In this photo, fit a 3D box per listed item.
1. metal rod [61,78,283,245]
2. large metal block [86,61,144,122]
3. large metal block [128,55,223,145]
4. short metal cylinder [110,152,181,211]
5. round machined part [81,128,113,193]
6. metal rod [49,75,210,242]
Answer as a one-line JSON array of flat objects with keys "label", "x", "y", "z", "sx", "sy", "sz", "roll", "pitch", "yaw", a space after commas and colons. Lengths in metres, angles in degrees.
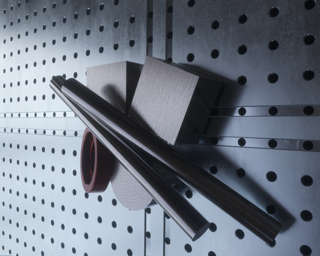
[{"label": "metal rod", "x": -0.002, "y": 0.026, "z": 0.357, "sx": 0.300, "sy": 0.025, "sz": 0.025, "roll": 34, "pitch": 112, "yaw": 19}, {"label": "large metal block", "x": -0.057, "y": -0.045, "z": 0.431, "sx": 0.080, "sy": 0.050, "sz": 0.079, "roll": 1, "pitch": 91, "yaw": 40}, {"label": "large metal block", "x": 0.016, "y": -0.034, "z": 0.374, "sx": 0.080, "sy": 0.050, "sz": 0.079, "roll": 31, "pitch": 109, "yaw": 35}, {"label": "short metal cylinder", "x": -0.019, "y": 0.062, "z": 0.402, "sx": 0.080, "sy": 0.050, "sz": 0.079, "roll": 0, "pitch": 90, "yaw": 40}, {"label": "round machined part", "x": -0.083, "y": 0.044, "z": 0.447, "sx": 0.098, "sy": 0.042, "sz": 0.097, "roll": -13, "pitch": 75, "yaw": 62}, {"label": "metal rod", "x": -0.056, "y": 0.018, "z": 0.383, "sx": 0.300, "sy": 0.025, "sz": 0.025, "roll": 41, "pitch": 115, "yaw": 31}]
